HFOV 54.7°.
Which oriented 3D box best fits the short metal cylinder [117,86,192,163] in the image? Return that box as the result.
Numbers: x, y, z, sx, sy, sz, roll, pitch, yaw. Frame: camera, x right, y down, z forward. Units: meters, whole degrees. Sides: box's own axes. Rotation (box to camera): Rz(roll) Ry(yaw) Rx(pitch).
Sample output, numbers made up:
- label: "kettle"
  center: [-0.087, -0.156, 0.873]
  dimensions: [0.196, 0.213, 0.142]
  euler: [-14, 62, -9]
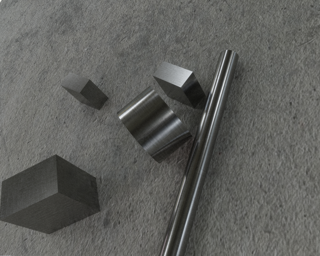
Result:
- label: "short metal cylinder"
  center: [-0.006, -0.004, 0.373]
  dimensions: [0.050, 0.080, 0.080]
  euler: [-40, 51, 1]

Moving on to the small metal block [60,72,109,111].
- label: "small metal block"
  center: [-0.117, -0.057, 0.482]
  dimensions: [0.050, 0.050, 0.025]
  euler: [22, 74, 36]

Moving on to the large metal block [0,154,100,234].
- label: "large metal block"
  center: [-0.134, 0.085, 0.384]
  dimensions: [0.080, 0.080, 0.050]
  euler: [-26, 53, 11]

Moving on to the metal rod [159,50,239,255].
- label: "metal rod"
  center: [0.046, 0.035, 0.357]
  dimensions: [0.025, 0.025, 0.300]
  euler: [6, 64, 30]

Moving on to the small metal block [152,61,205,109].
- label: "small metal block"
  center: [0.025, -0.057, 0.408]
  dimensions: [0.050, 0.050, 0.025]
  euler: [29, 78, 37]
